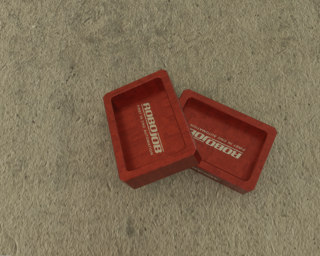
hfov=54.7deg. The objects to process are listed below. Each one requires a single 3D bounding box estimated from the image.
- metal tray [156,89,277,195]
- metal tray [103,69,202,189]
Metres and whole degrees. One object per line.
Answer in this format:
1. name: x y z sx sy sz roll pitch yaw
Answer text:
1. metal tray: 0.071 0.016 0.399 0.130 0.030 0.090 26 72 9
2. metal tray: -0.014 -0.002 0.378 0.090 0.030 0.130 -22 57 7
